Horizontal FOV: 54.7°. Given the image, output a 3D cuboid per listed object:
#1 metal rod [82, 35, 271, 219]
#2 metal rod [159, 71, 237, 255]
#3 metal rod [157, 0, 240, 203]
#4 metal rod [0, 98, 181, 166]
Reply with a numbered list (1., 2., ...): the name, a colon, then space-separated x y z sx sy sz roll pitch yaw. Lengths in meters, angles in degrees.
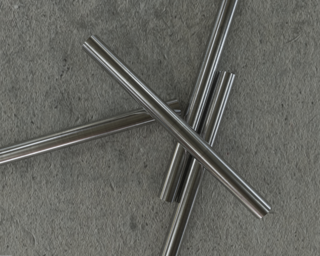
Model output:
1. metal rod: 0.021 -0.001 0.383 0.300 0.025 0.025 44 90 0
2. metal rod: 0.043 0.071 0.410 0.025 0.025 0.298 18 90 0
3. metal rod: 0.054 -0.048 0.410 0.025 0.025 0.298 18 90 0
4. metal rod: -0.120 0.012 0.408 0.302 0.025 0.025 -16 90 0
